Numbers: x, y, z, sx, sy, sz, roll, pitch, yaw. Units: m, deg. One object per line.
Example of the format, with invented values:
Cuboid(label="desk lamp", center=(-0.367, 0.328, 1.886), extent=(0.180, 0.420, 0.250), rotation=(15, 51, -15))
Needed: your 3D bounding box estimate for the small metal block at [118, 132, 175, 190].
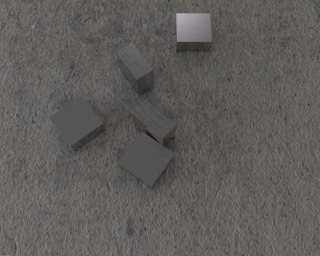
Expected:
Cuboid(label="small metal block", center=(-0.016, 0.041, 0.393), extent=(0.050, 0.025, 0.050), rotation=(33, 73, 11))

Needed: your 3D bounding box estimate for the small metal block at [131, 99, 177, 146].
Cuboid(label="small metal block", center=(-0.007, -0.003, 0.396), extent=(0.050, 0.050, 0.025), rotation=(39, 75, 13))

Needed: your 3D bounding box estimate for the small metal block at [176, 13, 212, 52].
Cuboid(label="small metal block", center=(0.049, -0.142, 0.460), extent=(0.050, 0.025, 0.050), rotation=(0, 70, 0))

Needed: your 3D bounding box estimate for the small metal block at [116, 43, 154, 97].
Cuboid(label="small metal block", center=(-0.033, -0.079, 0.423), extent=(0.025, 0.050, 0.050), rotation=(-33, 74, -11))

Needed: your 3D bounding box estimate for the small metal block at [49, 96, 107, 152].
Cuboid(label="small metal block", center=(-0.108, -0.006, 0.409), extent=(0.050, 0.025, 0.050), rotation=(-37, 74, -12))
